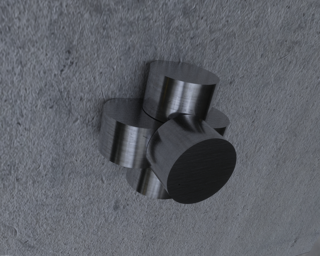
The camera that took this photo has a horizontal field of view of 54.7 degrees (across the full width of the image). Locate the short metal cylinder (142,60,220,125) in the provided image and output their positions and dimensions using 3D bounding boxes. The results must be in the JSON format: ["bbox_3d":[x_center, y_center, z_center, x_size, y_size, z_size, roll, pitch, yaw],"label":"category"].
[{"bbox_3d":[0.024,-0.042,0.361,0.081,0.080,0.050,-2,119,-28],"label":"short metal cylinder"}]

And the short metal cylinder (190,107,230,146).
[{"bbox_3d":[0.043,0.003,0.400,0.081,0.080,0.050,-1,119,-29],"label":"short metal cylinder"}]

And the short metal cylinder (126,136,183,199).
[{"bbox_3d":[0.000,0.047,0.403,0.081,0.080,0.050,0,119,-29],"label":"short metal cylinder"}]

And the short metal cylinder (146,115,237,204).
[{"bbox_3d":[0.032,0.033,0.327,0.081,0.050,0.079,-14,125,-21],"label":"short metal cylinder"}]

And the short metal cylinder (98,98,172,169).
[{"bbox_3d":[-0.028,0.004,0.361,0.081,0.080,0.050,-1,119,-28],"label":"short metal cylinder"}]
